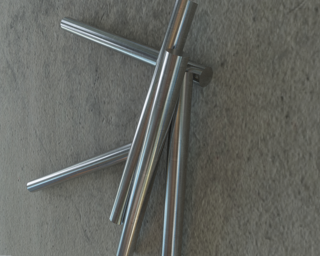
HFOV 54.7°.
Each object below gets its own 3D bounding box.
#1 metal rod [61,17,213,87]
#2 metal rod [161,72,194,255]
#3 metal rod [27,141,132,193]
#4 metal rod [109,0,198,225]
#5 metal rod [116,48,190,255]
[{"bbox_3d":[-0.053,-0.119,0.446,0.300,0.025,0.025,29,108,35],"label":"metal rod"},{"bbox_3d":[0.018,0.084,0.372,0.025,0.025,0.298,10,101,39],"label":"metal rod"},{"bbox_3d":[-0.137,0.070,0.514,0.299,0.025,0.025,-21,77,37],"label":"metal rod"},{"bbox_3d":[-0.015,-0.006,0.387,0.025,0.025,0.298,32,114,35],"label":"metal rod"},{"bbox_3d":[-0.016,0.052,0.377,0.025,0.025,0.298,35,124,34],"label":"metal rod"}]
